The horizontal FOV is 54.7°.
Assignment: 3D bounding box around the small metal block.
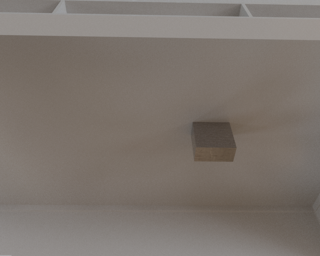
[{"bbox_3d":[0.069,0.018,0.409,0.050,0.050,0.025,1,130,-1],"label":"small metal block"}]
